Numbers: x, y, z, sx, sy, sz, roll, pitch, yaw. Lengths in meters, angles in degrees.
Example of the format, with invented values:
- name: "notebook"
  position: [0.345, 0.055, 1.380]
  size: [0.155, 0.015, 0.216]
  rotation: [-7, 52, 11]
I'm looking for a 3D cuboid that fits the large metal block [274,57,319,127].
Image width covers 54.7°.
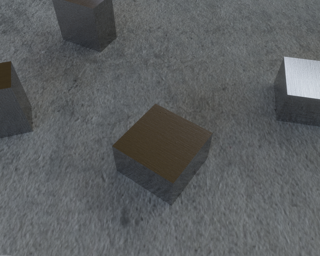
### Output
- name: "large metal block"
  position: [0.209, -0.050, 0.432]
  size: [0.080, 0.050, 0.080]
  rotation: [9, 51, 7]

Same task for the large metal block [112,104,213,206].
- name: "large metal block"
  position: [0.004, 0.029, 0.363]
  size: [0.080, 0.050, 0.080]
  rotation: [29, 56, 21]

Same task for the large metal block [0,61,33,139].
- name: "large metal block"
  position: [-0.215, -0.030, 0.390]
  size: [0.081, 0.080, 0.050]
  rotation: [-13, 52, -11]

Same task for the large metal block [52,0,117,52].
- name: "large metal block"
  position: [-0.125, -0.185, 0.521]
  size: [0.080, 0.080, 0.050]
  rotation: [22, 53, 17]
